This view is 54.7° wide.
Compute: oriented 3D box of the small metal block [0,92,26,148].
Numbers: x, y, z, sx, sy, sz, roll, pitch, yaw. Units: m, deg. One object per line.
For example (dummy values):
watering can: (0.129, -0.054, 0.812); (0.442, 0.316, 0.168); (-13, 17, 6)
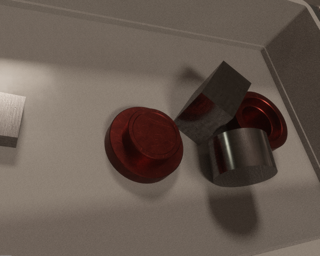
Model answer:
small metal block: (-0.171, -0.010, 0.320); (0.050, 0.025, 0.050); (11, 57, -23)

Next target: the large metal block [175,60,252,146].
large metal block: (0.071, -0.034, 0.431); (0.050, 0.080, 0.080); (39, 51, -3)

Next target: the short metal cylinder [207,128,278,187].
short metal cylinder: (0.106, 0.041, 0.405); (0.081, 0.080, 0.050); (8, 58, -24)

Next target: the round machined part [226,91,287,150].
round machined part: (0.143, -0.005, 0.477); (0.099, 0.042, 0.098); (14, 56, -21)

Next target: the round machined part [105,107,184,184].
round machined part: (-0.014, 0.015, 0.379); (0.099, 0.042, 0.098); (14, 56, -21)
